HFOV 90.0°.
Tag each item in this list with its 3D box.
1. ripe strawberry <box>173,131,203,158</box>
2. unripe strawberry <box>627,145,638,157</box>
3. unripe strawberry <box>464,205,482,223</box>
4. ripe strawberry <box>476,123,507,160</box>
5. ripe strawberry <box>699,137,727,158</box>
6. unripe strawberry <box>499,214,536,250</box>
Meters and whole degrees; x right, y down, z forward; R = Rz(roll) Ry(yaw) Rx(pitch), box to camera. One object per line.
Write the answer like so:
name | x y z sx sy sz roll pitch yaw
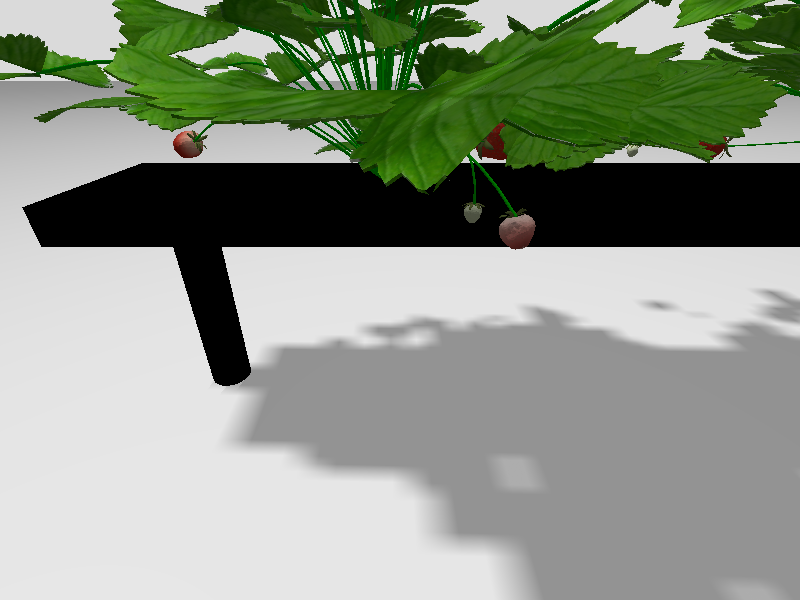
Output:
ripe strawberry | -0.219 -0.160 0.413 0.030 0.025 0.030 -5 25 29
unripe strawberry | 0.225 -0.144 0.387 0.010 0.011 0.011 8 31 13
unripe strawberry | 0.042 -0.050 0.233 0.011 0.011 0.010 -13 33 -21
ripe strawberry | 0.100 -0.163 0.401 0.049 0.042 0.049 -18 35 -29
ripe strawberry | 0.310 -0.159 0.407 0.034 0.029 0.034 18 35 29
unripe strawberry | 0.061 -0.035 0.208 0.019 0.017 0.017 -14 0 -23
